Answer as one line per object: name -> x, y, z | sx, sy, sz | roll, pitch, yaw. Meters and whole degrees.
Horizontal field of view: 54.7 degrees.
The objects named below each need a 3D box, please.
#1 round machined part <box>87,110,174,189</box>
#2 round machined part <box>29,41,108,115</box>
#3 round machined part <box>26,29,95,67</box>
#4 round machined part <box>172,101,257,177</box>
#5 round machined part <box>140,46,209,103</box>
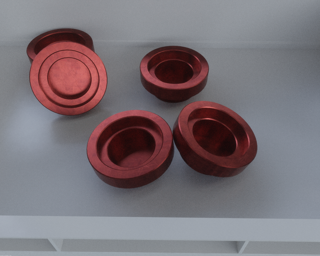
round machined part -> -0.032, 0.028, 0.365 | 0.099, 0.042, 0.098 | -4, 50, 5
round machined part -> -0.124, -0.069, 0.426 | 0.099, 0.097, 0.042 | -13, 18, -11
round machined part -> -0.152, -0.112, 0.485 | 0.099, 0.042, 0.098 | 0, 48, 0
round machined part -> 0.061, 0.017, 0.368 | 0.099, 0.042, 0.098 | 13, 46, -13
round machined part -> 0.020, -0.075, 0.457 | 0.099, 0.042, 0.098 | 0, 50, 0
